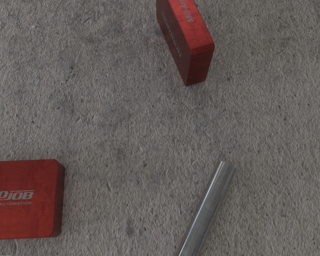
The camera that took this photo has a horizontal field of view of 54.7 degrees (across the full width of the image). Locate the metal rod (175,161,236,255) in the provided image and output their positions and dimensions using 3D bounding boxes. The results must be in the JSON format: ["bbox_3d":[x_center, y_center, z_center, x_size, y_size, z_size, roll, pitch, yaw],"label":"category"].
[{"bbox_3d":[0.016,0.173,0.345,0.025,0.025,0.300,26,72,9],"label":"metal rod"}]

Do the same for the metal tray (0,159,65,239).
[{"bbox_3d":[-0.186,0.087,0.372,0.131,0.030,0.090,-2,70,-1],"label":"metal tray"}]

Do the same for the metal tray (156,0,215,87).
[{"bbox_3d":[0.030,-0.134,0.422,0.030,0.090,0.130,-18,71,-6],"label":"metal tray"}]
